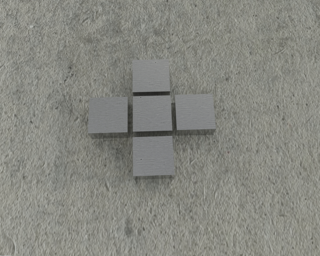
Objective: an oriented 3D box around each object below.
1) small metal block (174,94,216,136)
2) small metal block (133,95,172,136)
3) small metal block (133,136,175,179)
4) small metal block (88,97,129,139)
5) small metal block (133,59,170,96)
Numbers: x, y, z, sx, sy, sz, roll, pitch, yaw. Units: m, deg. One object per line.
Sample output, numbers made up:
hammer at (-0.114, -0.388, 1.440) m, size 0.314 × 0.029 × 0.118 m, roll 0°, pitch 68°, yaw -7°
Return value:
small metal block at (0.046, -0.017, 0.416) m, size 0.050 × 0.025 × 0.050 m, roll -2°, pitch 70°, yaw -1°
small metal block at (-0.010, -0.015, 0.415) m, size 0.050 × 0.025 × 0.050 m, roll -2°, pitch 70°, yaw -1°
small metal block at (-0.008, 0.038, 0.395) m, size 0.050 × 0.025 × 0.050 m, roll -2°, pitch 70°, yaw -1°
small metal block at (-0.067, -0.013, 0.413) m, size 0.050 × 0.025 × 0.050 m, roll -2°, pitch 70°, yaw -1°
small metal block at (-0.012, -0.068, 0.434) m, size 0.050 × 0.025 × 0.050 m, roll -2°, pitch 70°, yaw -1°
